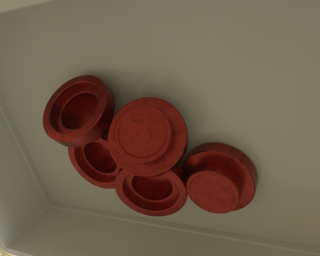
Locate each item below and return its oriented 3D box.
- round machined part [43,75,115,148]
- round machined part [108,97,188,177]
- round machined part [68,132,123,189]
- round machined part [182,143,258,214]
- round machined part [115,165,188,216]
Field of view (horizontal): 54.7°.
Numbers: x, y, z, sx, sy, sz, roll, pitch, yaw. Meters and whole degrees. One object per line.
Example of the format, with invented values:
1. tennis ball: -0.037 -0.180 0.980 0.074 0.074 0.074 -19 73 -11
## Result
1. round machined part: -0.102 -0.019 0.413 0.098 0.098 0.042 3 155 26
2. round machined part: -0.017 0.009 0.373 0.098 0.042 0.097 -2 79 10
3. round machined part: -0.083 0.039 0.461 0.098 0.042 0.097 13 124 20
4. round machined part: 0.073 0.071 0.400 0.098 0.042 0.097 13 124 20
5. round machined part: -0.009 0.074 0.429 0.099 0.042 0.097 6 125 8
